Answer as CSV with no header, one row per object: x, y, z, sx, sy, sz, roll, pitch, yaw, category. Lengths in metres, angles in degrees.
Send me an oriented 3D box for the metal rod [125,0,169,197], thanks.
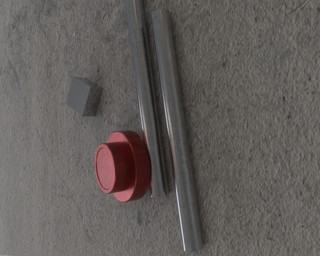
-0.020,-0.059,0.421,0.025,0.025,0.298,-13,82,39,metal rod

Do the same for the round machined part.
-0.057,0.053,0.424,0.098,0.042,0.097,8,99,56,round machined part

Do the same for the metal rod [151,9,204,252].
0.020,-0.002,0.388,0.025,0.025,0.298,-13,82,39,metal rod

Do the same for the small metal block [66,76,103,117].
-0.124,-0.052,0.508,0.050,0.025,0.050,31,109,35,small metal block
